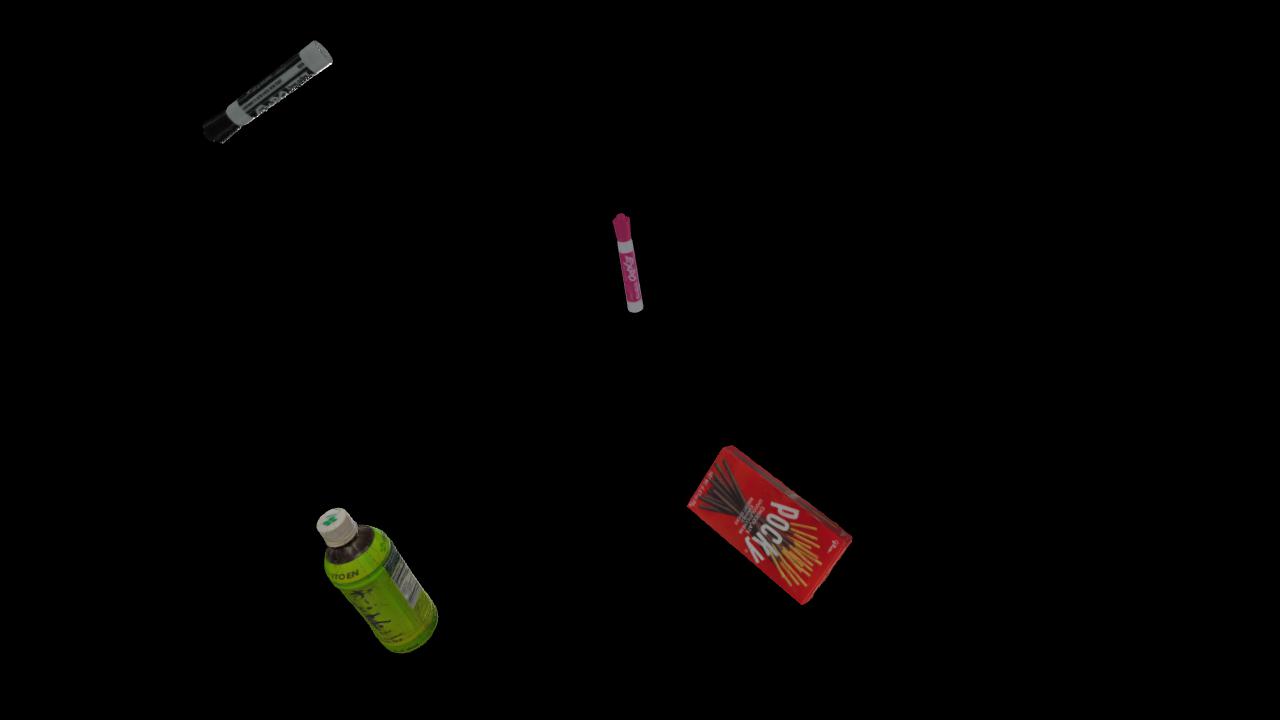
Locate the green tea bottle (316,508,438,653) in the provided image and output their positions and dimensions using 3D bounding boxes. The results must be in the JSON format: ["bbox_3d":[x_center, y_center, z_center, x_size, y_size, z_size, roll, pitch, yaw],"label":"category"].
[{"bbox_3d":[-0.290,0.239,0.675,0.073,0.212,0.073,-7,36,5],"label":"green tea bottle"}]

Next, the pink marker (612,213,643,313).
[{"bbox_3d":[-0.013,-0.107,0.689,0.020,0.121,0.020,-6,39,5],"label":"pink marker"}]

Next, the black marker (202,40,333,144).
[{"bbox_3d":[-0.295,-0.208,0.483,0.121,0.020,0.020,-29,-6,10],"label":"black marker"}]

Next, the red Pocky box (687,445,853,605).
[{"bbox_3d":[0.128,0.165,0.630,0.155,0.083,0.028,36,16,28],"label":"red Pocky box"}]
